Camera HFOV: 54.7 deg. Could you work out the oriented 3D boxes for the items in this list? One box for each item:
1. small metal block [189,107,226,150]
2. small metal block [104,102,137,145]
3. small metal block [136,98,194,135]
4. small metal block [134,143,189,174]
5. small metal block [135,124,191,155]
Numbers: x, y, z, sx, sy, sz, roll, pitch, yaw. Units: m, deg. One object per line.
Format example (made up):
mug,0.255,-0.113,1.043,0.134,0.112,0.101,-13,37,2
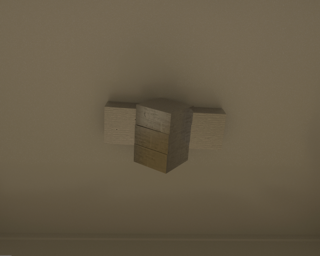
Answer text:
small metal block,0.057,0.000,0.411,0.050,0.025,0.050,3,110,-2
small metal block,-0.046,-0.006,0.407,0.050,0.025,0.050,4,110,-2
small metal block,0.006,-0.016,0.379,0.050,0.050,0.025,17,113,32
small metal block,0.002,0.031,0.397,0.050,0.050,0.025,16,113,33
small metal block,0.004,0.007,0.388,0.050,0.050,0.025,16,113,33
